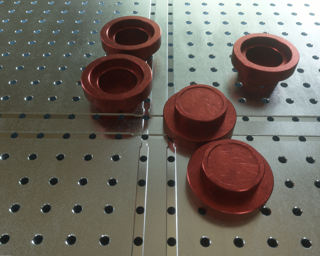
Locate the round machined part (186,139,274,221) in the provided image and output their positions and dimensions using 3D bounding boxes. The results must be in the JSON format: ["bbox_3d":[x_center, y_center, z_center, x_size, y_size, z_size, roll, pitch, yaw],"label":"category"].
[{"bbox_3d":[0.080,0.051,0.354,0.099,0.042,0.098,0,50,0],"label":"round machined part"}]

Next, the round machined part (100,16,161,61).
[{"bbox_3d":[-0.047,-0.142,0.516,0.099,0.042,0.098,0,50,0],"label":"round machined part"}]

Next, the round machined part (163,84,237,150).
[{"bbox_3d":[0.053,-0.021,0.415,0.099,0.042,0.098,0,50,0],"label":"round machined part"}]

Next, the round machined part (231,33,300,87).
[{"bbox_3d":[0.160,-0.103,0.484,0.099,0.042,0.098,0,50,0],"label":"round machined part"}]

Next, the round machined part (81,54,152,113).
[{"bbox_3d":[-0.060,-0.060,0.447,0.099,0.042,0.098,0,50,0],"label":"round machined part"}]
